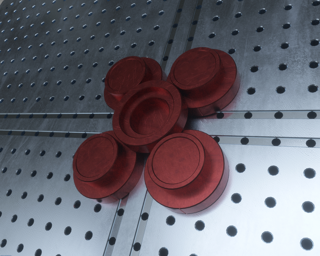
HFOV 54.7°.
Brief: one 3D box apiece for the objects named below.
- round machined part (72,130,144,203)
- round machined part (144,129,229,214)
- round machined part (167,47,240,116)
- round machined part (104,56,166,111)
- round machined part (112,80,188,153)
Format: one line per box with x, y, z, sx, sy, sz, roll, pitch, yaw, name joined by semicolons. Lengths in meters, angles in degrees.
-0.074;0.046;0.407;0.098;0.042;0.098;-13;56;20;round machined part
0.025;0.044;0.355;0.098;0.042;0.098;-13;56;20;round machined part
0.052;-0.068;0.410;0.098;0.042;0.098;-13;56;20;round machined part
-0.042;-0.067;0.458;0.098;0.042;0.098;-13;56;20;round machined part
-0.009;-0.012;0.406;0.098;0.042;0.098;-13;56;20;round machined part
